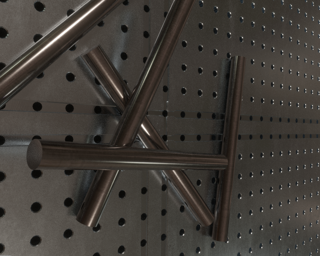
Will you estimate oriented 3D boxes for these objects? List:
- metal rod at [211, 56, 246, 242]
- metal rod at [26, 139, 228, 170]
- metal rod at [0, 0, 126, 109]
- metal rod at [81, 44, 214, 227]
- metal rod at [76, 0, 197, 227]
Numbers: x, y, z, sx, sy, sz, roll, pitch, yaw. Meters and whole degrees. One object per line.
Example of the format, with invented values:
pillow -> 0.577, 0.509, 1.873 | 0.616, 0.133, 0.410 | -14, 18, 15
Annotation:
metal rod -> 0.113, 0.030, 0.507 | 0.025, 0.025, 0.298 | 13, 82, -40
metal rod -> -0.004, 0.037, 0.363 | 0.302, 0.025, 0.025 | 9, 84, -49
metal rod -> -0.107, -0.088, 0.320 | 0.301, 0.025, 0.025 | -52, 121, -27
metal rod -> -0.003, 0.026, 0.408 | 0.025, 0.025, 0.299 | -49, 119, -29
metal rod -> -0.022, -0.032, 0.356 | 0.025, 0.025, 0.299 | 27, 84, -37
